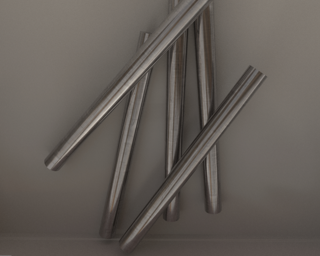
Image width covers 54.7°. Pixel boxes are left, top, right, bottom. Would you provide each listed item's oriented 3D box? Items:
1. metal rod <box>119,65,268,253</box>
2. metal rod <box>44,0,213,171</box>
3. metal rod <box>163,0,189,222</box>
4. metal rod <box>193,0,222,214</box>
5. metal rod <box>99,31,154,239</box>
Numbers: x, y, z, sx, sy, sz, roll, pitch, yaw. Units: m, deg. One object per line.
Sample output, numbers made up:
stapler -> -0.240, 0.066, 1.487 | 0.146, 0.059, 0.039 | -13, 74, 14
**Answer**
metal rod -> 0.033, 0.051, 0.402 | 0.025, 0.025, 0.299 | 31, 107, -11
metal rod -> -0.050, -0.047, 0.371 | 0.025, 0.025, 0.299 | 40, 113, -14
metal rod -> 0.019, -0.008, 0.408 | 0.025, 0.025, 0.298 | 1, 110, -1
metal rod -> 0.063, -0.020, 0.404 | 0.025, 0.025, 0.298 | -6, 110, 2
metal rod -> -0.046, 0.023, 0.419 | 0.025, 0.025, 0.298 | 12, 110, -5
